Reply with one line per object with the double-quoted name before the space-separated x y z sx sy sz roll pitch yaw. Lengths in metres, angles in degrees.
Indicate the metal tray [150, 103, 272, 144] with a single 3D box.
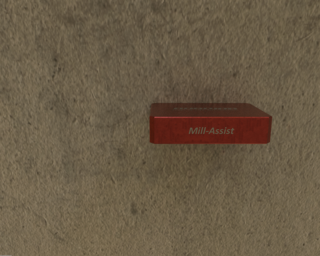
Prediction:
"metal tray" 0.054 -0.008 0.371 0.131 0.090 0.030 0 104 -1
